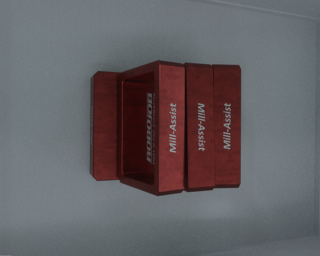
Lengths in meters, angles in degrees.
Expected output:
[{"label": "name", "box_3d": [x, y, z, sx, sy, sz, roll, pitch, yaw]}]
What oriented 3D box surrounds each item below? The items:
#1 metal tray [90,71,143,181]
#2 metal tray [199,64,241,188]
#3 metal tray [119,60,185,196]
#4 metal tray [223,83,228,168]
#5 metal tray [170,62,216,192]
[{"label": "metal tray", "box_3d": [-0.040, -0.002, 0.390, 0.091, 0.030, 0.129, 1, 90, -20]}, {"label": "metal tray", "box_3d": [0.065, -0.002, 0.363, 0.030, 0.090, 0.129, 0, 90, -6]}, {"label": "metal tray", "box_3d": [-0.012, 0.000, 0.335, 0.030, 0.090, 0.129, 0, 90, -33]}, {"label": "metal tray", "box_3d": [0.045, 0.000, 0.423, 0.091, 0.030, 0.129, 1, 90, -20]}, {"label": "metal tray", "box_3d": [0.026, 0.000, 0.350, 0.030, 0.090, 0.129, 0, 88, -20]}]
